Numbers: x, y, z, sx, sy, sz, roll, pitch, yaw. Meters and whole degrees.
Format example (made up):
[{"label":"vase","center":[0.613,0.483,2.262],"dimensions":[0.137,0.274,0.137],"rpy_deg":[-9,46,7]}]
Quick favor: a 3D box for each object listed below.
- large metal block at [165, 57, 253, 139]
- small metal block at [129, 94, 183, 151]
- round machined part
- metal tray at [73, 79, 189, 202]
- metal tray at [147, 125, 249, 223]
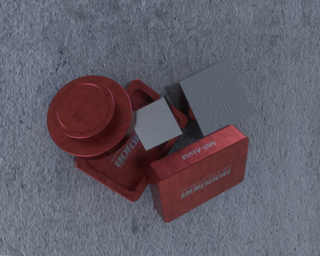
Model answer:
[{"label":"large metal block","center":[0.066,-0.039,0.421],"dimensions":[0.080,0.050,0.080],"rpy_deg":[-28,100,-18]},{"label":"small metal block","center":[-0.006,-0.007,0.384],"dimensions":[0.050,0.025,0.050],"rpy_deg":[-26,102,10]},{"label":"round machined part","center":[-0.080,-0.016,0.349],"dimensions":[0.099,0.042,0.098],"rpy_deg":[-1,73,5]},{"label":"metal tray","center":[-0.035,0.015,0.394],"dimensions":[0.090,0.030,0.130],"rpy_deg":[37,78,-17]},{"label":"metal tray","center":[0.052,0.060,0.402],"dimensions":[0.131,0.030,0.089],"rpy_deg":[-24,134,-18]}]
